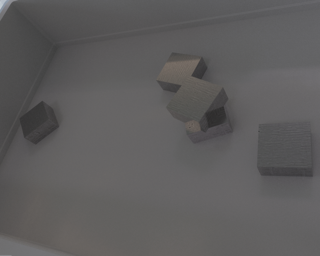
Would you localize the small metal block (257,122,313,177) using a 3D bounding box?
[{"bbox_3d":[0.130,0.022,0.323,0.050,0.025,0.050,-3,60,26],"label":"small metal block"}]

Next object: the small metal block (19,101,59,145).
[{"bbox_3d":[-0.202,-0.009,0.518,0.050,0.025,0.050,-37,51,3],"label":"small metal block"}]

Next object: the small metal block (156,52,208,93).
[{"bbox_3d":[0.031,-0.076,0.437,0.050,0.025,0.050,18,71,35],"label":"small metal block"}]

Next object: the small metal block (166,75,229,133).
[{"bbox_3d":[0.044,-0.029,0.369,0.050,0.025,0.050,27,76,37],"label":"small metal block"}]

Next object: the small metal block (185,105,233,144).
[{"bbox_3d":[0.058,-0.014,0.384,0.050,0.025,0.050,-18,55,18],"label":"small metal block"}]
